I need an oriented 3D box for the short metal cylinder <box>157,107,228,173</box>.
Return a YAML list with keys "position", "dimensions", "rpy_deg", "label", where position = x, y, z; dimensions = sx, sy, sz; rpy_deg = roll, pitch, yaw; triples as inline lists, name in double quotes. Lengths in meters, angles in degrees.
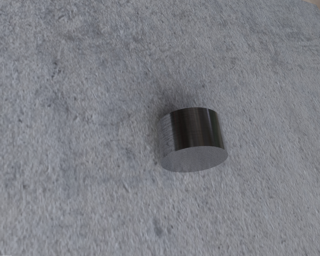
- position: [0.039, 0.017, 0.381]
  dimensions: [0.081, 0.080, 0.050]
  rpy_deg: [8, 59, -25]
  label: "short metal cylinder"
